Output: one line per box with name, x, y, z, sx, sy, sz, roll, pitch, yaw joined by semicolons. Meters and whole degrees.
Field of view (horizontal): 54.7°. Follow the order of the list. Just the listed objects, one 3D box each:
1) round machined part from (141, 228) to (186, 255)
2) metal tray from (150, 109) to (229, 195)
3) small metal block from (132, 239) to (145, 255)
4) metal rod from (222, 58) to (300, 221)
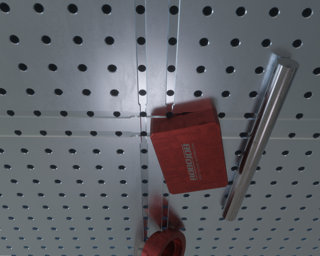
round machined part;0.003;0.232;0.574;0.042;0.098;0.098;15;141;36
metal tray;0.045;0.039;0.442;0.090;0.030;0.129;-10;130;8
small metal block;-0.042;0.259;0.615;0.025;0.050;0.050;7;130;-6
metal rod;0.133;0.039;0.446;0.025;0.025;0.298;3;130;-3
